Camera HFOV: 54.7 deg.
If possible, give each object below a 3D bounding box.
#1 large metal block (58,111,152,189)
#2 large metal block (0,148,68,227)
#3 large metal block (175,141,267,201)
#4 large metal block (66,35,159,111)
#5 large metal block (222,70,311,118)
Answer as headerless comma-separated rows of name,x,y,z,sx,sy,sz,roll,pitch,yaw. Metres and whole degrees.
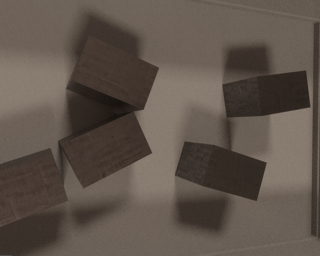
large metal block,-0.066,0.021,0.357,0.081,0.080,0.050,-26,99,-18
large metal block,-0.148,0.060,0.327,0.081,0.080,0.050,-19,97,-19
large metal block,0.078,0.055,0.412,0.081,0.080,0.050,19,84,-20
large metal block,-0.058,-0.057,0.360,0.080,0.080,0.050,22,83,-19
large metal block,0.147,-0.046,0.437,0.081,0.080,0.050,-10,94,-20
